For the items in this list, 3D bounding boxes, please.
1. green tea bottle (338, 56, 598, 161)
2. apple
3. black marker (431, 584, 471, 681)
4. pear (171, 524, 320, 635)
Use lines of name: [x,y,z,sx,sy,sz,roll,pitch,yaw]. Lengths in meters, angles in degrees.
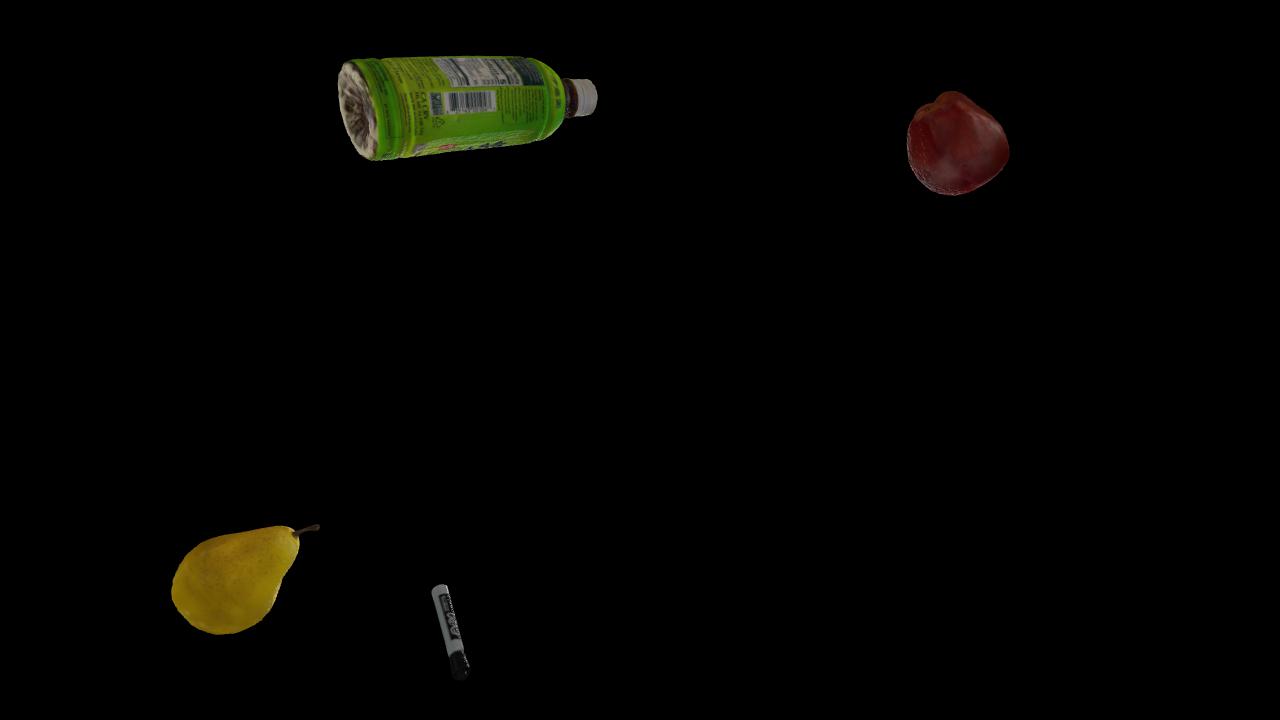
green tea bottle: [-0.125,-0.209,0.501,0.212,0.073,0.073,-21,12,-35]
apple: [0.293,-0.198,0.573,0.093,0.079,0.079,43,-16,-18]
black marker: [-0.209,0.299,0.679,0.020,0.020,0.121,0,28,-30]
pear: [-0.323,0.167,0.509,0.080,0.111,0.080,41,-8,7]
